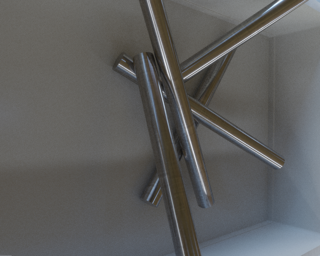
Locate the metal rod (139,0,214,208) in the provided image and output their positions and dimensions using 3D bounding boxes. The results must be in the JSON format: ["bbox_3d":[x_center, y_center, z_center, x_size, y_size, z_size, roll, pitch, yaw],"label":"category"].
[{"bbox_3d":[0.026,-0.021,0.385,0.025,0.025,0.298,-36,121,-34],"label":"metal rod"}]

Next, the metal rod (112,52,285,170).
[{"bbox_3d":[0.069,-0.013,0.431,0.301,0.025,0.025,30,71,-25],"label":"metal rod"}]

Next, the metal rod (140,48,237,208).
[{"bbox_3d":[0.053,-0.025,0.453,0.025,0.025,0.300,44,64,-32],"label":"metal rod"}]

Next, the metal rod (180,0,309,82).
[{"bbox_3d":[0.134,-0.142,0.411,0.301,0.025,0.025,-33,117,3],"label":"metal rod"}]

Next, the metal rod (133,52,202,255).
[{"bbox_3d":[0.013,0.060,0.320,0.025,0.025,0.299,0,71,-40],"label":"metal rod"}]
